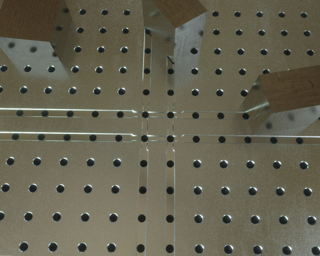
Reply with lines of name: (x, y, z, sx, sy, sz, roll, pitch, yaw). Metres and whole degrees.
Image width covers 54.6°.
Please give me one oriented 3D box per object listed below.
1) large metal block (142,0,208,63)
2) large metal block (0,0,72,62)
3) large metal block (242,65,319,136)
large metal block: (0.018, -0.154, 0.439, 0.050, 0.080, 0.080, -32, 73, -11)
large metal block: (-0.183, -0.148, 0.452, 0.080, 0.050, 0.080, 6, 70, 2)
large metal block: (0.161, -0.033, 0.395, 0.080, 0.080, 0.050, -10, 71, -4)
